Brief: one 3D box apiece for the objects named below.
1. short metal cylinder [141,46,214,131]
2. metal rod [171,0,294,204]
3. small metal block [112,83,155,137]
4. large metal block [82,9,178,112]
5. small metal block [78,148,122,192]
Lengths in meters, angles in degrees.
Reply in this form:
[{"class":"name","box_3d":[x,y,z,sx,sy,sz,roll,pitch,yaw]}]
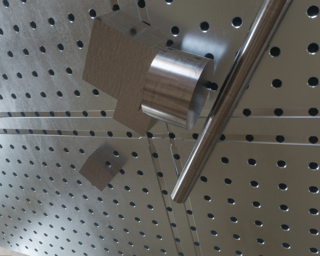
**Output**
[{"class":"short metal cylinder","box_3d":[0.021,-0.043,0.338,0.050,0.080,0.079,21,126,16]},{"class":"metal rod","box_3d":[0.069,-0.010,0.368,0.025,0.025,0.298,28,128,10]},{"class":"small metal block","box_3d":[-0.030,-0.025,0.412,0.050,0.025,0.050,30,128,9]},{"class":"large metal block","box_3d":[-0.037,-0.080,0.365,0.080,0.050,0.079,31,128,8]},{"class":"small metal block","box_3d":[-0.098,0.069,0.506,0.050,0.025,0.050,40,129,0]}]
